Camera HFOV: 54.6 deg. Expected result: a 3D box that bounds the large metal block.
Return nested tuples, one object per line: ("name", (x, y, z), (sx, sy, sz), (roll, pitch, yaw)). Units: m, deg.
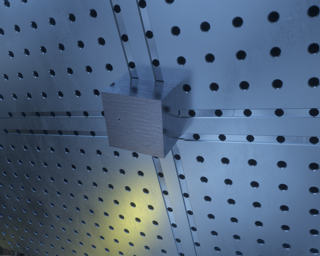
("large metal block", (-0.023, -0.015, 0.398), (0.080, 0.050, 0.080), (11, 123, 22))
